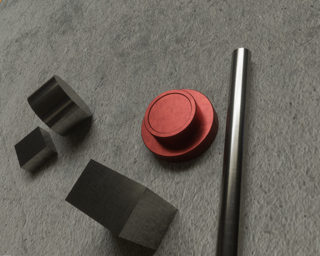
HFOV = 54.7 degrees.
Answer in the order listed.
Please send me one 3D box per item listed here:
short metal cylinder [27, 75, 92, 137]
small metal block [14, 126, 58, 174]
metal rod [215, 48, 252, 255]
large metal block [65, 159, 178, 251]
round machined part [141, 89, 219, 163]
[{"bbox_3d":[-0.149,-0.033,0.465,0.050,0.080,0.080,-41,51,1],"label":"short metal cylinder"},{"bbox_3d":[-0.194,0.034,0.482,0.050,0.025,0.050,-39,51,1],"label":"small metal block"},{"bbox_3d":[0.082,0.035,0.338,0.025,0.025,0.299,-3,60,26],"label":"metal rod"},{"bbox_3d":[-0.039,0.084,0.337,0.080,0.080,0.050,19,72,35],"label":"large metal block"},{"bbox_3d":[0.020,-0.009,0.387,0.098,0.042,0.098,-13,56,20],"label":"round machined part"}]
